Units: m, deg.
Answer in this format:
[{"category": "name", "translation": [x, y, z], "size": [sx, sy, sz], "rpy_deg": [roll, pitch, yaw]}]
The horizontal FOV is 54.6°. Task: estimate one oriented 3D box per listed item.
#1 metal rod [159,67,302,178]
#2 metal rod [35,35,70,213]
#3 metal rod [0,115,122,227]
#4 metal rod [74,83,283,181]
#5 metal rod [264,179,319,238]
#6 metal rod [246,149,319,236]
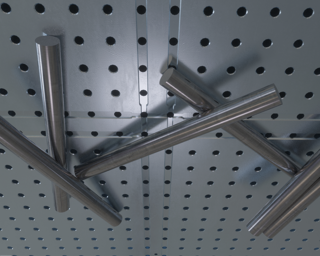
[{"category": "metal rod", "translation": [0.123, 0.013, 0.423], "size": [0.301, 0.025, 0.025], "rpy_deg": [32, 123, -25]}, {"category": "metal rod", "translation": [-0.142, 0.019, 0.426], "size": [0.025, 0.025, 0.298], "rpy_deg": [6, 130, -6]}, {"category": "metal rod", "translation": [-0.136, 0.075, 0.443], "size": [0.025, 0.025, 0.300], "rpy_deg": [-18, 137, 15]}, {"category": "metal rod", "translation": [0.004, 0.015, 0.401], "size": [0.300, 0.025, 0.025], "rpy_deg": [-23, 127, 27]}, {"category": "metal rod", "translation": [0.247, 0.057, 0.435], "size": [0.025, 0.025, 0.298], "rpy_deg": [24, 118, -19]}, {"category": "metal rod", "translation": [0.219, 0.049, 0.427], "size": [0.025, 0.025, 0.298], "rpy_deg": [23, 118, -18]}]
